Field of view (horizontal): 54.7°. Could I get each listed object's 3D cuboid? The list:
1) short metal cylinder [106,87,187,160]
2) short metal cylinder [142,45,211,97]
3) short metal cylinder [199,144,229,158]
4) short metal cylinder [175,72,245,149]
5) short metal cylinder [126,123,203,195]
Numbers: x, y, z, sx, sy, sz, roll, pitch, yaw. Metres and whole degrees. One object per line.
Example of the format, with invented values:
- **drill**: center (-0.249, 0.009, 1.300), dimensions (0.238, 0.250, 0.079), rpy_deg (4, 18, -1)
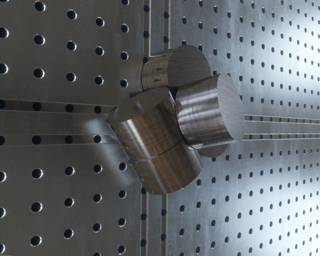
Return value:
- **short metal cylinder**: center (-0.015, -0.006, 0.363), dimensions (0.080, 0.080, 0.050), rpy_deg (-41, 116, -32)
- **short metal cylinder**: center (0.023, -0.066, 0.413), dimensions (0.081, 0.050, 0.079), rpy_deg (0, 90, -40)
- **short metal cylinder**: center (0.057, 0.001, 0.442), dimensions (0.081, 0.050, 0.079), rpy_deg (0, 90, -40)
- **short metal cylinder**: center (0.060, -0.019, 0.362), dimensions (0.080, 0.050, 0.080), rpy_deg (28, 55, -51)
- **short metal cylinder**: center (0.006, 0.036, 0.380), dimensions (0.080, 0.080, 0.050), rpy_deg (-41, 116, -32)
